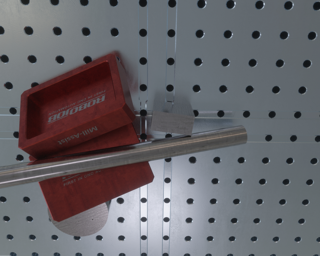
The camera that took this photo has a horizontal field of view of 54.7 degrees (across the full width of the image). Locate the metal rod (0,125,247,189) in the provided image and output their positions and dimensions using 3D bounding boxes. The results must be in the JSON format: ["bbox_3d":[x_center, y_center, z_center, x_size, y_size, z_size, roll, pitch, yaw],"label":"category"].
[{"bbox_3d":[-0.040,0.032,0.371,0.302,0.025,0.025,-9,111,-11],"label":"metal rod"}]

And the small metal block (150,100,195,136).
[{"bbox_3d":[0.015,-0.014,0.395,0.050,0.050,0.025,8,110,-3],"label":"small metal block"}]

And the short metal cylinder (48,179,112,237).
[{"bbox_3d":[-0.110,0.104,0.437,0.081,0.050,0.079,0,111,0],"label":"short metal cylinder"}]

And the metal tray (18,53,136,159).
[{"bbox_3d":[-0.101,-0.026,0.367,0.130,0.090,0.030,-22,144,7],"label":"metal tray"}]

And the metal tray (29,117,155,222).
[{"bbox_3d":[-0.084,0.050,0.393,0.131,0.030,0.090,-22,87,-10],"label":"metal tray"}]
